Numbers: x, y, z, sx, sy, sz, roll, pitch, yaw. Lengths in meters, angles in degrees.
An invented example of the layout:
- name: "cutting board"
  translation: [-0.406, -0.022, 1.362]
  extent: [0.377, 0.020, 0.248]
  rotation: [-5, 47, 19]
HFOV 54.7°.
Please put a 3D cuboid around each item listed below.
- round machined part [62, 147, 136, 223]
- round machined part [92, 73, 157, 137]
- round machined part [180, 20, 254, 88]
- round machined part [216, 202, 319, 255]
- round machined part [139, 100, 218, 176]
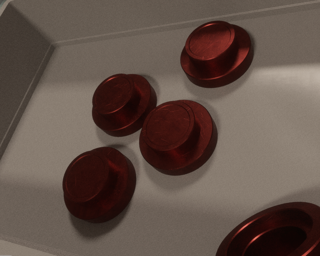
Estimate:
- name: "round machined part"
  translation: [-0.084, 0.068, 0.396]
  extent: [0.098, 0.042, 0.098]
  rotation: [-13, 56, 20]
- name: "round machined part"
  translation: [-0.058, -0.039, 0.448]
  extent: [0.098, 0.042, 0.098]
  rotation: [-13, 56, 20]
- name: "round machined part"
  translation: [0.073, -0.106, 0.421]
  extent: [0.098, 0.042, 0.098]
  rotation: [-13, 56, 20]
- name: "round machined part"
  translation: [0.099, 0.106, 0.255]
  extent: [0.098, 0.098, 0.042]
  rotation: [-31, 91, 8]
- name: "round machined part"
  translation: [0.017, 0.005, 0.381]
  extent: [0.098, 0.042, 0.098]
  rotation: [-13, 56, 20]
